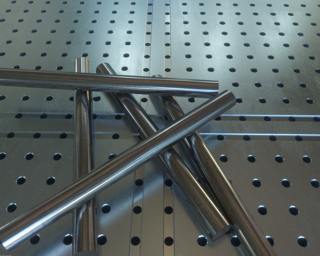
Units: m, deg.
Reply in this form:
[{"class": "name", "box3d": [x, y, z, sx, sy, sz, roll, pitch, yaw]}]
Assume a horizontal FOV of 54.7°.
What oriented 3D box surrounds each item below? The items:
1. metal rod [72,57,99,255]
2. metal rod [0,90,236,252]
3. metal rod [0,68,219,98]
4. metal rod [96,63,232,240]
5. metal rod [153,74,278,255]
[{"class": "metal rod", "box3d": [-0.098, 0.011, 0.396, 0.025, 0.025, 0.300, -7, 50, -7]}, {"class": "metal rod", "box3d": [-0.027, 0.032, 0.347, 0.302, 0.025, 0.025, -31, 57, -24]}, {"class": "metal rod", "box3d": [-0.072, -0.062, 0.426, 0.302, 0.025, 0.025, 4, 50, 2]}, {"class": "metal rod", "box3d": [-0.012, 0.008, 0.400, 0.025, 0.025, 0.300, -24, 54, -19]}, {"class": "metal rod", "box3d": [0.051, 0.035, 0.378, 0.025, 0.025, 0.300, -18, 52, -15]}]
